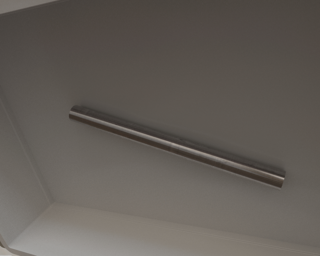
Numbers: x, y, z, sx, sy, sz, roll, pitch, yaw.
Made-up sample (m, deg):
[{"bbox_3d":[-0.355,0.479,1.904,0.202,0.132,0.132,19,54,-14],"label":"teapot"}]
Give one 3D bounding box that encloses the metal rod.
[{"bbox_3d":[0.009,0.020,0.415,0.301,0.025,0.025,17,125,18],"label":"metal rod"}]
